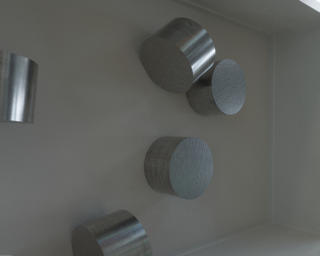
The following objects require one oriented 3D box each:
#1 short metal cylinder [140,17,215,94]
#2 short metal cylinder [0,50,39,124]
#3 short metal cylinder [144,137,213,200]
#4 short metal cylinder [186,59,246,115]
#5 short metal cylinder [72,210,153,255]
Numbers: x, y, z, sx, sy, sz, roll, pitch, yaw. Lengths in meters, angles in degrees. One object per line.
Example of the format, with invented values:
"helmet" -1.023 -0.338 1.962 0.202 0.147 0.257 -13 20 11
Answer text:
"short metal cylinder" 0.022 -0.091 0.391 0.050 0.080 0.080 -46 118 -30
"short metal cylinder" -0.144 -0.032 0.251 0.081 0.080 0.050 6 86 -40
"short metal cylinder" 0.026 0.051 0.414 0.081 0.050 0.079 0 90 -40
"short metal cylinder" 0.084 -0.059 0.463 0.081 0.050 0.079 0 90 -40
"short metal cylinder" -0.052 0.134 0.329 0.050 0.080 0.079 -11 98 -40
